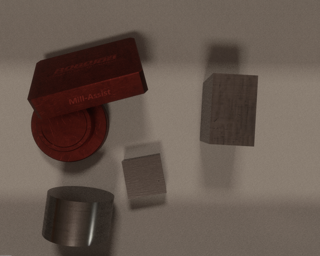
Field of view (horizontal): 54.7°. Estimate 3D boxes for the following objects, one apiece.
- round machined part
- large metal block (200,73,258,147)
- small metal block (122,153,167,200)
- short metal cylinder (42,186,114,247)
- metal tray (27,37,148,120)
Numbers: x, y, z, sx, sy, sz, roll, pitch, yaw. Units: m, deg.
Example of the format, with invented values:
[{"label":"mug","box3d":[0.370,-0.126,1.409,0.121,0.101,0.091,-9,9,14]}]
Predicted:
[{"label":"round machined part","box3d":[-0.118,-0.004,0.401,0.099,0.042,0.097,0,90,-1]},{"label":"large metal block","box3d":[0.082,-0.021,0.385,0.050,0.080,0.079,3,90,0]},{"label":"small metal block","box3d":[-0.020,0.063,0.411,0.050,0.025,0.050,-10,90,-1]},{"label":"short metal cylinder","box3d":[-0.100,0.106,0.383,0.081,0.080,0.050,8,90,-1]},{"label":"metal tray","box3d":[-0.086,-0.064,0.379,0.131,0.090,0.030,-15,132,-1]}]
